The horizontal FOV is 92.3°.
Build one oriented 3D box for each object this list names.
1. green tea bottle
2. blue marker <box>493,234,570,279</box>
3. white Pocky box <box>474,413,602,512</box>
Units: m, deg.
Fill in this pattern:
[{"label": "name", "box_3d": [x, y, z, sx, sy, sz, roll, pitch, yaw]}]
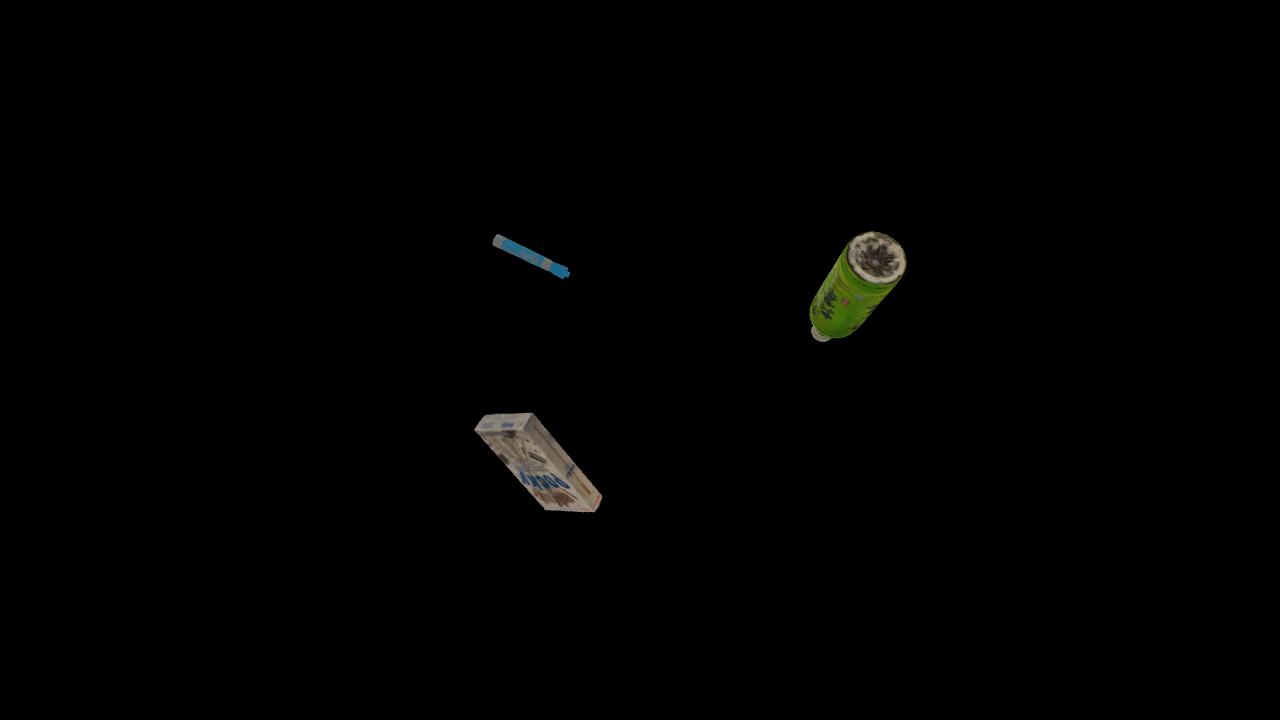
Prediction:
[{"label": "green tea bottle", "box_3d": [0.257, -0.076, 0.766, 0.073, 0.073, 0.212, 0, -20, 1]}, {"label": "blue marker", "box_3d": [-0.159, -0.151, 0.903, 0.121, 0.020, 0.020, 26, 1, 2]}, {"label": "white Pocky box", "box_3d": [-0.116, 0.121, 0.715, 0.084, 0.154, 0.028, -7, 40, 35]}]
